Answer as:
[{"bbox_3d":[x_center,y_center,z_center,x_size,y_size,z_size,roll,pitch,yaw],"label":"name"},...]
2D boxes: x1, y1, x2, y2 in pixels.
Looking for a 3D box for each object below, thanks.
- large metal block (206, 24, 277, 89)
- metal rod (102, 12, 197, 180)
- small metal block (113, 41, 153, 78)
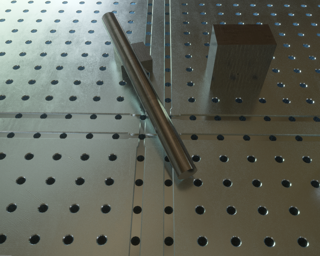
[{"bbox_3d":[0.117,-0.106,0.462,0.081,0.080,0.050,-1,50,-1],"label":"large metal block"},{"bbox_3d":[-0.026,-0.063,0.436,0.025,0.025,0.299,-18,60,-15],"label":"metal rod"},{"bbox_3d":[-0.044,-0.111,0.500,0.050,0.025,0.050,-15,52,-13],"label":"small metal block"}]
